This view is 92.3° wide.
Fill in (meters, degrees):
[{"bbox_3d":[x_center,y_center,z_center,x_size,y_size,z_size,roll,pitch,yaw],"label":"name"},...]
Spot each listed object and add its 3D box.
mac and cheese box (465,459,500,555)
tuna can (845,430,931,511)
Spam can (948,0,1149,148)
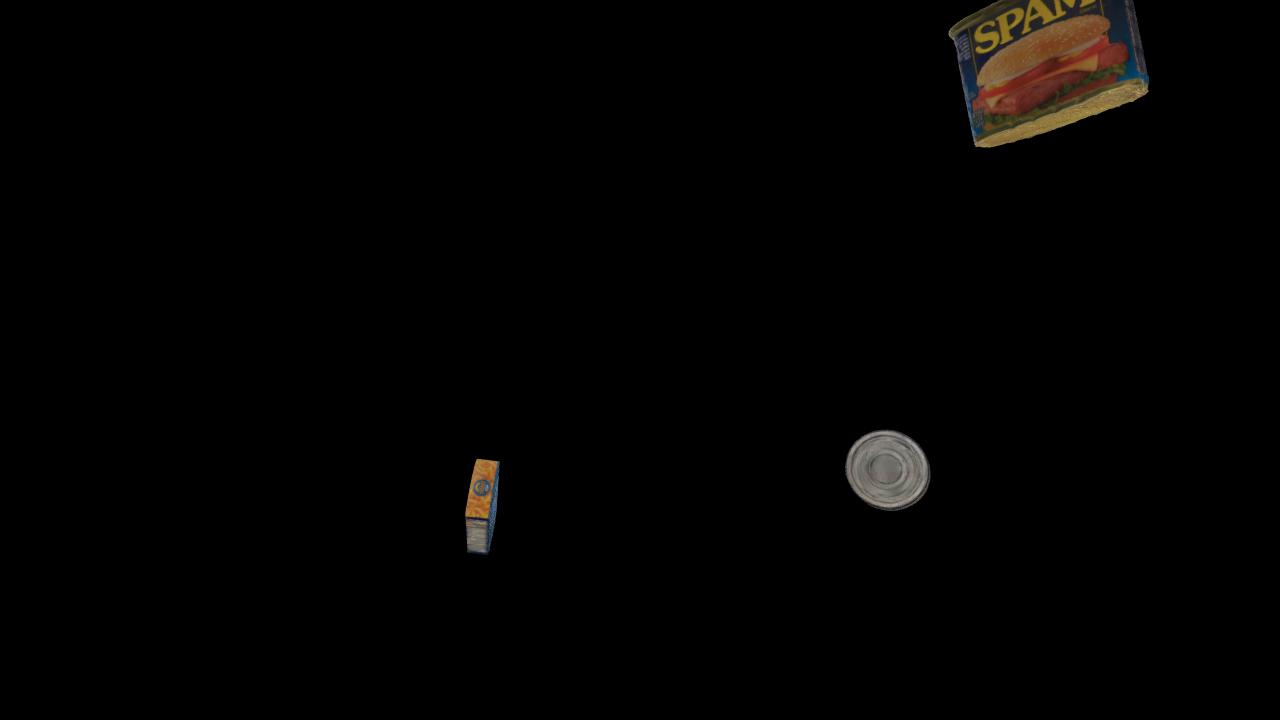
[{"bbox_3d":[-0.249,0.236,0.973,0.041,0.093,0.184,9,-35,-8],"label":"mac and cheese box"},{"bbox_3d":[0.263,0.117,0.655,0.084,0.084,0.034,0,-14,26],"label":"tuna can"},{"bbox_3d":[0.273,-0.202,0.415,0.058,0.085,0.101,-12,1,-41],"label":"Spam can"}]
